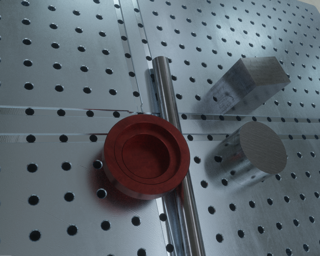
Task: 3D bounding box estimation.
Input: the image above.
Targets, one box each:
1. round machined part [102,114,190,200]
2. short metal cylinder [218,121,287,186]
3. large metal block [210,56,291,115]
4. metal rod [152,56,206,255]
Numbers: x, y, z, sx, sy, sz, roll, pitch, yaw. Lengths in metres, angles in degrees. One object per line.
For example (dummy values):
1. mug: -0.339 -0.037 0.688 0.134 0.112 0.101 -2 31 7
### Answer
1. round machined part: -0.018 0.036 0.361 0.099 0.042 0.098 8 59 -14
2. short metal cylinder: 0.132 0.037 0.443 0.081 0.050 0.080 14 56 -21
3. large metal block: 0.142 -0.068 0.493 0.081 0.080 0.050 -11 67 -33
4. metal rod: 0.021 0.030 0.402 0.025 0.025 0.299 6 59 -26
